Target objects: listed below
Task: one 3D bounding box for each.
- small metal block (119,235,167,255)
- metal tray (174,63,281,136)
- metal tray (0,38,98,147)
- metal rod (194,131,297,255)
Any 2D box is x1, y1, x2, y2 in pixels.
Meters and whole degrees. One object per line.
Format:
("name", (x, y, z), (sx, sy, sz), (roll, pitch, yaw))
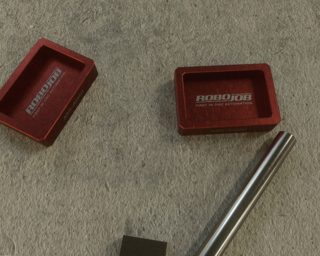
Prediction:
("small metal block", (-0.021, 0.152, 0.352), (0.050, 0.025, 0.050), (9, 70, 3))
("metal tray", (0.087, -0.039, 0.420), (0.131, 0.030, 0.090), (-3, 70, -2))
("metal tray", (-0.156, -0.051, 0.421), (0.090, 0.030, 0.130), (25, 72, 8))
("metal rod", (0.074, 0.123, 0.364), (0.025, 0.025, 0.300), (36, 74, 12))
